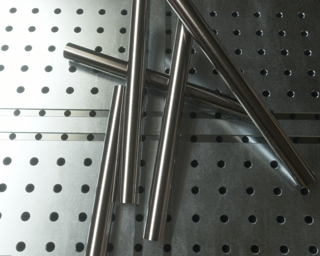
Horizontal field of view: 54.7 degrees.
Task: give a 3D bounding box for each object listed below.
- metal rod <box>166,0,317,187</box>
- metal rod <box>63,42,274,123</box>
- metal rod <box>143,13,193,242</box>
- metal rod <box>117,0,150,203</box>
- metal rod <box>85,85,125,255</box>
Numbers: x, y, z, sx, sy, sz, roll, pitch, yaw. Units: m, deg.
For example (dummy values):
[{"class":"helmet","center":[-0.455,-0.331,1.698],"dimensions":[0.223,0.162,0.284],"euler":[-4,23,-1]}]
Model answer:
[{"class":"metal rod","center":[0.100,-0.056,0.395],"dimensions":[0.025,0.025,0.299],"euler":[-35,88,-12]},{"class":"metal rod","center":[0.007,-0.062,0.434],"dimensions":[0.301,0.025,0.025],"euler":[19,71,6]},{"class":"metal rod","center":[0.015,-0.013,0.396],"dimensions":[0.025,0.025,0.299],"euler":[9,78,3]},{"class":"metal rod","center":[-0.032,-0.055,0.408],"dimensions":[0.025,0.025,0.299],"euler":[3,79,0]},{"class":"metal rod","center":[-0.067,0.086,0.379],"dimensions":[0.025,0.025,0.299],"euler":[6,70,2]}]
